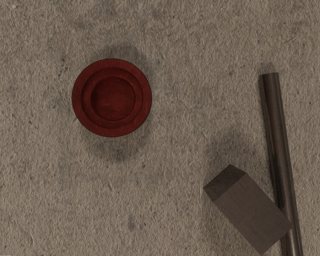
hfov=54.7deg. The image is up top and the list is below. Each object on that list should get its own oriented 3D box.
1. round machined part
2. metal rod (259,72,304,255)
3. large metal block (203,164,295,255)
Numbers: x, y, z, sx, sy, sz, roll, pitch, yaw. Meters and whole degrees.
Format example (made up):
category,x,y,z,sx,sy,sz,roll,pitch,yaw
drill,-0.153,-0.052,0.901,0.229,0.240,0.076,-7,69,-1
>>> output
category,x,y,z,sx,sy,sz,roll,pitch,yaw
round machined part,-0.059,-0.037,0.401,0.099,0.042,0.097,0,90,-1
metal rod,0.165,0.076,0.412,0.025,0.025,0.298,-8,90,0
large metal block,0.104,0.096,0.384,0.050,0.080,0.080,-42,91,0
